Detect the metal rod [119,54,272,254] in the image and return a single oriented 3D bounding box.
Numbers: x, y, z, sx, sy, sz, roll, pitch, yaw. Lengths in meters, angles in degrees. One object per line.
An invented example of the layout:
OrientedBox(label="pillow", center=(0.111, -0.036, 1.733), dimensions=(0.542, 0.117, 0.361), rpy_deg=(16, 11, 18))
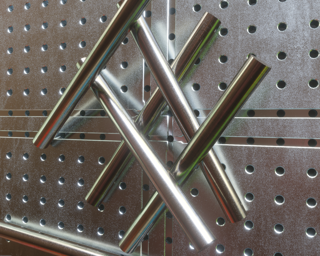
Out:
OrientedBox(label="metal rod", center=(0.027, 0.049, 0.368), dimensions=(0.025, 0.025, 0.298), rpy_deg=(40, 115, 15))

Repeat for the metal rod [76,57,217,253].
OrientedBox(label="metal rod", center=(-0.031, 0.013, 0.384), dimensions=(0.025, 0.025, 0.300), rpy_deg=(-44, 62, 15))

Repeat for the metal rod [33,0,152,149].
OrientedBox(label="metal rod", center=(-0.094, -0.071, 0.405), dimensions=(0.025, 0.025, 0.299), rpy_deg=(51, 121, 13))

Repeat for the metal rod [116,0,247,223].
OrientedBox(label="metal rod", center=(0.026, -0.023, 0.382), dimensions=(0.025, 0.025, 0.299), rpy_deg=(-28, 89, 18))

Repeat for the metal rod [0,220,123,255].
OrientedBox(label="metal rod", center=(-0.129, 0.182, 0.458), dimensions=(0.301, 0.025, 0.025), rpy_deg=(8, 93, 19))

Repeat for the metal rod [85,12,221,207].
OrientedBox(label="metal rod", center=(-0.015, -0.017, 0.418), dimensions=(0.025, 0.025, 0.299), rpy_deg=(37, 102, 16))
